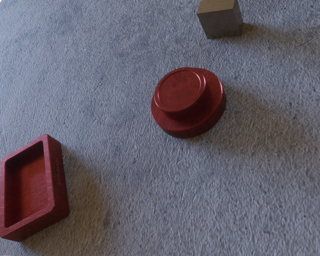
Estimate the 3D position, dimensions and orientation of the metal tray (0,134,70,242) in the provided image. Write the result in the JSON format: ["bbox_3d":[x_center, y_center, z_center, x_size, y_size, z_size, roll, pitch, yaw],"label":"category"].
[{"bbox_3d":[-0.182,0.082,0.443,0.090,0.030,0.130,-29,52,9],"label":"metal tray"}]

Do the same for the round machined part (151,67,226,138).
[{"bbox_3d":[0.032,-0.039,0.399,0.098,0.042,0.098,-13,56,20],"label":"round machined part"}]

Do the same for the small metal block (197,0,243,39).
[{"bbox_3d":[0.086,-0.155,0.437,0.050,0.050,0.025,3,63,29],"label":"small metal block"}]
